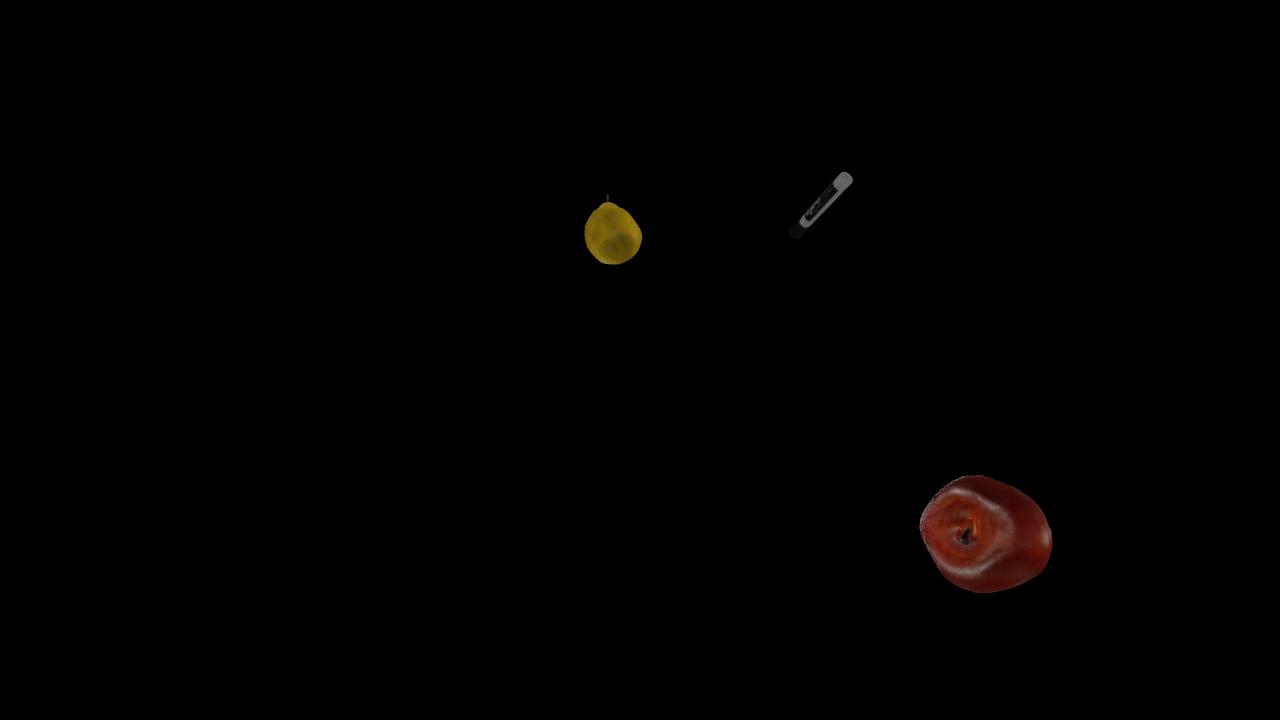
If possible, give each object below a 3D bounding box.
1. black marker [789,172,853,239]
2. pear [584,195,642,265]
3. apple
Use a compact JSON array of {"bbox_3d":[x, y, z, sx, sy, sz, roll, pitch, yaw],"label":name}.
[{"bbox_3d":[0.233,-0.198,0.804,0.020,0.020,0.121,0,-25,-22],"label":"black marker"},{"bbox_3d":[-0.039,-0.179,0.831,0.080,0.080,0.111,0,40,-7],"label":"pear"},{"bbox_3d":[0.240,0.121,0.425,0.093,0.079,0.079,12,-8,-39],"label":"apple"}]
